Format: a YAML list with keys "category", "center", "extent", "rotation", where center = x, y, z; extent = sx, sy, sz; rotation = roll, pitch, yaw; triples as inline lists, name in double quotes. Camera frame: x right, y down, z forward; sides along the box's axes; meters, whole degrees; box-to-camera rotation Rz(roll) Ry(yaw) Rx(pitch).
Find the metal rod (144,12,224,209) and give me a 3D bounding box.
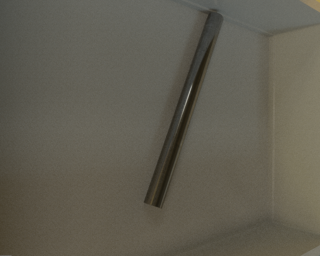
- category: "metal rod"
  center: [0.039, -0.035, 0.441]
  extent: [0.025, 0.025, 0.299]
  rotation: [31, 71, -36]
